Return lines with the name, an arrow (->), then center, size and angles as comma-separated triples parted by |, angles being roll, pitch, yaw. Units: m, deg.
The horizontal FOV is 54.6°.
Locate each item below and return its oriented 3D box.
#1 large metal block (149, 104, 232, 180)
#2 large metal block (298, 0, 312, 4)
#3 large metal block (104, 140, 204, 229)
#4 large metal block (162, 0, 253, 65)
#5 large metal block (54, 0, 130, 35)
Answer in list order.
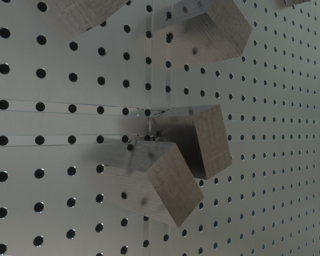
large metal block -> 0.039, 0.016, 0.405 | 0.050, 0.080, 0.080 | -23, 105, -38
large metal block -> 0.330, -0.326, 0.666 | 0.080, 0.050, 0.080 | -39, 114, -33
large metal block -> -0.007, 0.062, 0.366 | 0.050, 0.080, 0.080 | -42, 116, -32
large metal block -> 0.065, -0.137, 0.427 | 0.080, 0.080, 0.050 | 39, 66, -33
large metal block -> -0.074, -0.161, 0.330 | 0.080, 0.050, 0.080 | -51, 120, -27
